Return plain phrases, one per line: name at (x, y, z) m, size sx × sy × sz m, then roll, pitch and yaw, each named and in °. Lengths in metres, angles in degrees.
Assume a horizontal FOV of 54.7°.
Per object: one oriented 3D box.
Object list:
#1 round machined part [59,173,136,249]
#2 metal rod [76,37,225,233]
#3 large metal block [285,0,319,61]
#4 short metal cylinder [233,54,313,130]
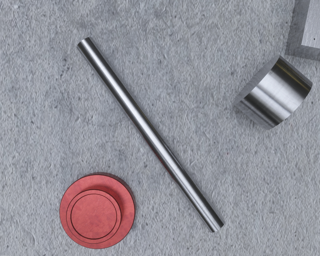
round machined part at (-0.082, 0.109, 0.401) m, size 0.099 × 0.042 × 0.097 m, roll 0°, pitch 90°, yaw 0°
metal rod at (-0.012, 0.009, 0.409) m, size 0.025 × 0.025 × 0.299 m, roll -36°, pitch 90°, yaw 0°
large metal block at (0.218, -0.132, 0.399) m, size 0.080 × 0.050 × 0.080 m, roll 11°, pitch 90°, yaw 0°
short metal cylinder at (0.137, -0.043, 0.383) m, size 0.050 × 0.080 × 0.080 m, roll 40°, pitch 90°, yaw 0°
